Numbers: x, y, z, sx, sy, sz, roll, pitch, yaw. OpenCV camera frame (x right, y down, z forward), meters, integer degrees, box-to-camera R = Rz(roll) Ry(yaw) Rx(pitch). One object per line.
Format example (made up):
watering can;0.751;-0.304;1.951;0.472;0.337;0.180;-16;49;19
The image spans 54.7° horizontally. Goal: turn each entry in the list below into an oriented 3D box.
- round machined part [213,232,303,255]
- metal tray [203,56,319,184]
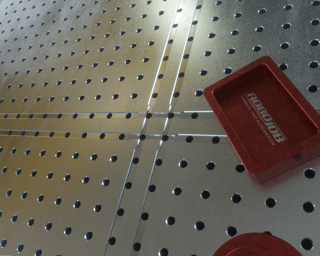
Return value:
round machined part;0.085;0.140;0.266;0.098;0.042;0.098;-13;56;20
metal tray;0.116;-0.014;0.352;0.090;0.030;0.130;-29;52;9
